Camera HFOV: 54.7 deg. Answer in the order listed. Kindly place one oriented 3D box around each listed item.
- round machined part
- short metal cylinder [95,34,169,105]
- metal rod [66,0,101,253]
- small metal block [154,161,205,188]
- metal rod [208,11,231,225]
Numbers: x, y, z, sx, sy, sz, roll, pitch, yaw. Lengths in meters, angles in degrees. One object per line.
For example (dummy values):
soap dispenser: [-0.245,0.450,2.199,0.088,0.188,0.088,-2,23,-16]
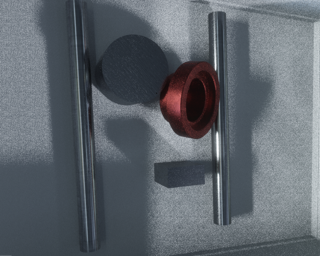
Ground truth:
round machined part: [0.036,-0.037,0.400,0.099,0.042,0.097,-18,113,-51]
short metal cylinder: [-0.036,-0.069,0.385,0.081,0.050,0.079,0,90,-20]
metal rod: [-0.093,-0.001,0.376,0.025,0.025,0.298,-3,91,-20]
small metal block: [0.024,0.060,0.408,0.050,0.050,0.025,-2,91,-20]
metal rod: [0.086,-0.013,0.443,0.025,0.025,0.298,-2,91,-20]
